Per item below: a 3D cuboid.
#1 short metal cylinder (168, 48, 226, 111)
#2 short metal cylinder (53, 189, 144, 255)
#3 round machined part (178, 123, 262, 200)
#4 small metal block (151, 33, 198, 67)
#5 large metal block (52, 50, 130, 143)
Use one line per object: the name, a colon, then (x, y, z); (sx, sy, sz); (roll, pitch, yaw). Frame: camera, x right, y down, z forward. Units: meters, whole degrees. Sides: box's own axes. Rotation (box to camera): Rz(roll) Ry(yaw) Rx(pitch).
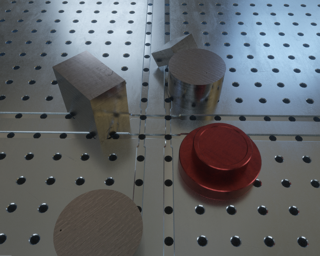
short metal cylinder: (0.052, -0.071, 0.452); (0.081, 0.050, 0.080); (0, 50, 0)
short metal cylinder: (-0.056, 0.107, 0.301); (0.081, 0.050, 0.080); (0, 50, 0)
round machined part: (0.072, 0.032, 0.371); (0.099, 0.042, 0.098); (0, 50, 0)
small metal block: (0.023, -0.124, 0.496); (0.050, 0.025, 0.050); (-41, 24, -29)
large metal block: (-0.087, -0.041, 0.405); (0.050, 0.080, 0.080); (-36, 59, -26)
